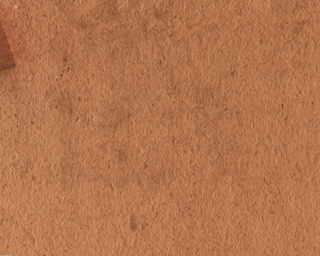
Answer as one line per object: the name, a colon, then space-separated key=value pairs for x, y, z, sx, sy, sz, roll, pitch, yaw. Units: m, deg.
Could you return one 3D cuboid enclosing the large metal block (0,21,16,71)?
large metal block: x=-0.247 y=-0.109 z=0.395 sx=0.080 sy=0.050 sz=0.080 roll=-19 pitch=90 yaw=0
